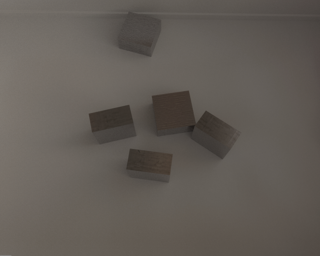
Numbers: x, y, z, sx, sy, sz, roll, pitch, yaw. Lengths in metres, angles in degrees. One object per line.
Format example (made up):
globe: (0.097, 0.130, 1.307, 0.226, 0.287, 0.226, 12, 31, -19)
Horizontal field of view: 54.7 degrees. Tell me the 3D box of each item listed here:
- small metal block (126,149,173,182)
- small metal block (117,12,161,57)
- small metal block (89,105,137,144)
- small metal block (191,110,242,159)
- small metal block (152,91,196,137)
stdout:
small metal block: (-0.012, 0.047, 0.379, 0.050, 0.050, 0.025, 7, 70, 2)
small metal block: (-0.030, -0.139, 0.460, 0.050, 0.025, 0.050, 16, 71, 5)
small metal block: (-0.059, -0.003, 0.397, 0.050, 0.050, 0.025, -13, 71, -5)
small metal block: (0.069, 0.010, 0.393, 0.050, 0.050, 0.025, 33, 74, 11)
small metal block: (0.018, -0.019, 0.417, 0.050, 0.025, 0.050, -8, 70, -3)
